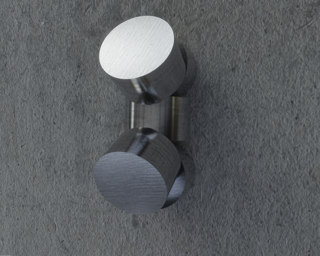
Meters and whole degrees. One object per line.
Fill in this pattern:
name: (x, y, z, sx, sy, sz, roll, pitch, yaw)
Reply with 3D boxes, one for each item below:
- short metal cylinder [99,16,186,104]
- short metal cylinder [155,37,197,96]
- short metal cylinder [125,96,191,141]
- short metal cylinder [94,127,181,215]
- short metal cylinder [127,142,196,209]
short metal cylinder: (-0.017, -0.072, 0.334, 0.080, 0.050, 0.080, -8, 62, 15)
short metal cylinder: (0.003, -0.077, 0.396, 0.080, 0.050, 0.080, 0, 90, 20)
short metal cylinder: (-0.003, -0.011, 0.383, 0.080, 0.080, 0.050, 2, 91, 20)
short metal cylinder: (-0.023, 0.046, 0.335, 0.080, 0.050, 0.079, 9, 121, 16)
short metal cylinder: (0.000, 0.058, 0.397, 0.080, 0.050, 0.080, 0, 90, 20)
